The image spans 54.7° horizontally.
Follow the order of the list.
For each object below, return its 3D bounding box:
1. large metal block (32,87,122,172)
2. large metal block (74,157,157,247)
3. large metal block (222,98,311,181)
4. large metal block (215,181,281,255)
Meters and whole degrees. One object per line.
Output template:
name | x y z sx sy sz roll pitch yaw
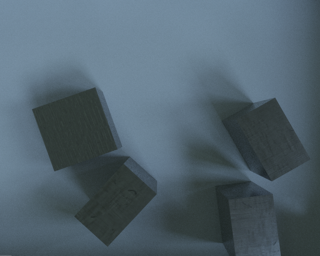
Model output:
large metal block | -0.103 0.001 0.398 0.080 0.050 0.080 -19 90 -1
large metal block | -0.049 0.085 0.383 0.050 0.080 0.080 43 90 -1
large metal block | 0.127 0.013 0.386 0.050 0.080 0.080 -30 90 0
large metal block | 0.106 0.116 0.385 0.050 0.080 0.080 -7 90 0
